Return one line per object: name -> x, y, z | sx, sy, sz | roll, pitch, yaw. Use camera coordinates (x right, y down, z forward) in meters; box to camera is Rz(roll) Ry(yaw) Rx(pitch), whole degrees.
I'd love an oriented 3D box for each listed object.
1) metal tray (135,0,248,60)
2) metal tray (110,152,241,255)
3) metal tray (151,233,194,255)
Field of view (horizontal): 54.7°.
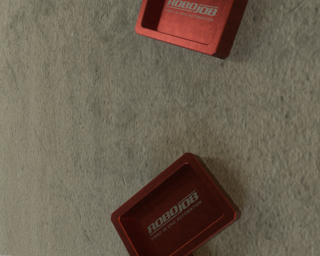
metal tray -> 0.034, -0.143, 0.371 | 0.130, 0.030, 0.089 | 28, 107, 36
metal tray -> 0.015, 0.102, 0.361 | 0.130, 0.030, 0.090 | -41, 64, 11
metal tray -> -0.001, 0.207, 0.400 | 0.129, 0.030, 0.090 | -48, 62, 28
